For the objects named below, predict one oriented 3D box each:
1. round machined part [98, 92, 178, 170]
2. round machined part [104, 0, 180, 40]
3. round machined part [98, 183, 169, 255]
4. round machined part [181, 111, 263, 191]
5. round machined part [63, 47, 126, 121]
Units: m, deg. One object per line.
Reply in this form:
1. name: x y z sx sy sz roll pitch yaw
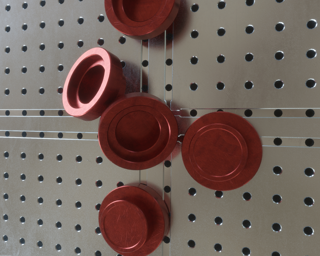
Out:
1. round machined part: -0.029 0.001 0.396 0.099 0.042 0.097 -4 111 -10
2. round machined part: -0.020 -0.165 0.410 0.098 0.042 0.097 0 90 19
3. round machined part: -0.040 0.127 0.417 0.098 0.042 0.097 0 90 19
4. round machined part: 0.073 0.028 0.377 0.098 0.042 0.097 0 90 19
5. round machined part: -0.084 -0.055 0.418 0.098 0.042 0.098 -17 63 36
